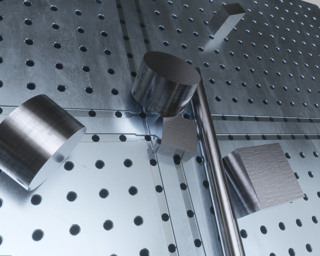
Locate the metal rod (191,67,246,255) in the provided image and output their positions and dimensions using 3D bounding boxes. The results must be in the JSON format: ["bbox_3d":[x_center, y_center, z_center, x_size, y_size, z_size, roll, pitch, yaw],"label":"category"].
[{"bbox_3d":[0.071,0.043,0.420,0.025,0.025,0.299,6,59,-25],"label":"metal rod"}]

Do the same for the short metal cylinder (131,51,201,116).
[{"bbox_3d":[0.008,-0.060,0.417,0.080,0.050,0.080,17,35,-12],"label":"short metal cylinder"}]

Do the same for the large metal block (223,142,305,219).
[{"bbox_3d":[0.135,0.070,0.422,0.081,0.050,0.080,-5,64,-30],"label":"large metal block"}]

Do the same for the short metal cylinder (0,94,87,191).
[{"bbox_3d":[-0.118,0.014,0.301,0.050,0.080,0.080,40,51,-2],"label":"short metal cylinder"}]

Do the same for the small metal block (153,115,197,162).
[{"bbox_3d":[0.021,0.011,0.412,0.050,0.025,0.050,18,55,-18],"label":"small metal block"}]

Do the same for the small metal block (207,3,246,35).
[{"bbox_3d":[0.125,-0.206,0.585,0.050,0.050,0.025,-23,75,-36],"label":"small metal block"}]
